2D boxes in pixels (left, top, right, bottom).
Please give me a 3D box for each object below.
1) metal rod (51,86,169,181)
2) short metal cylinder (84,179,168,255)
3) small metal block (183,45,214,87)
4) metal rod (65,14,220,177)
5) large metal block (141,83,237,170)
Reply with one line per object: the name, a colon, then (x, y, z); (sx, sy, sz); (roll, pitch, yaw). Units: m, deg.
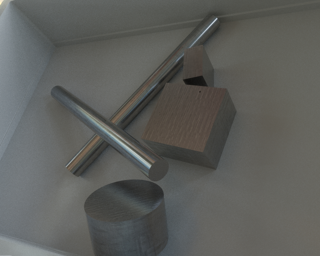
metal rod: (-0.088, -0.009, 0.423); (0.025, 0.025, 0.300); (-51, 42, -8)
short metal cylinder: (-0.034, 0.095, 0.322); (0.080, 0.050, 0.080); (-5, 18, 2)
small metal block: (0.052, -0.071, 0.405); (0.025, 0.050, 0.050); (-9, 58, 23)
metal rod: (-0.021, -0.050, 0.445); (0.300, 0.025, 0.025); (-47, 52, -6)
large metal block: (0.036, -0.004, 0.372); (0.080, 0.050, 0.080); (11, 67, 32)
